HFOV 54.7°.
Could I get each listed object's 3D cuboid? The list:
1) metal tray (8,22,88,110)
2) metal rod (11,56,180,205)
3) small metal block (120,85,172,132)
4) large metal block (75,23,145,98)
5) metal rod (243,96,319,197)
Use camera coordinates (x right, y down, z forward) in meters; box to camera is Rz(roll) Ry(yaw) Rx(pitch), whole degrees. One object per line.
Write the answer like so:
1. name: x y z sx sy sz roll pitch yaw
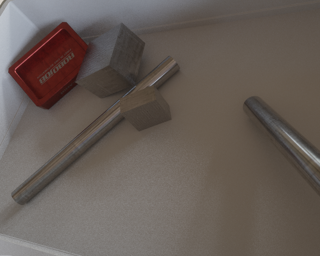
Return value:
1. metal tray: -0.180 -0.106 0.532 0.130 0.030 0.090 -42 81 -2
2. metal rod: -0.092 0.003 0.450 0.300 0.025 0.025 -41 51 -1
3. small metal block: -0.019 -0.025 0.414 0.050 0.050 0.025 -20 54 16
4. large metal block: -0.076 -0.101 0.476 0.080 0.050 0.080 -14 54 40
5. metal rod: 0.127 0.040 0.233 0.025 0.025 0.300 -31 26 8
